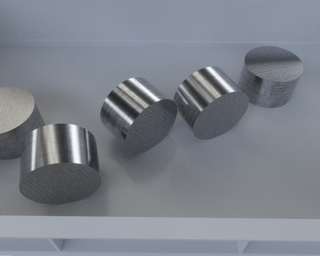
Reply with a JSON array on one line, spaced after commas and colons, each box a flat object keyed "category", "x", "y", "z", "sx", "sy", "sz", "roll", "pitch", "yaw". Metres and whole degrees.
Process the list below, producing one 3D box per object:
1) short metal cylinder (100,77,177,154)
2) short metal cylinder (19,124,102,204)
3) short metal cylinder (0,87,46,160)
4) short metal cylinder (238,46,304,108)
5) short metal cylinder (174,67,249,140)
[{"category": "short metal cylinder", "x": -0.025, "y": -0.015, "z": 0.382, "sx": 0.080, "sy": 0.080, "sz": 0.050, "roll": -33, "pitch": 58, "yaw": -25}, {"category": "short metal cylinder", "x": -0.107, "y": 0.040, "z": 0.335, "sx": 0.081, "sy": 0.080, "sz": 0.050, "roll": -10, "pitch": 51, "yaw": -9}, {"category": "short metal cylinder", "x": -0.193, "y": -0.007, "z": 0.393, "sx": 0.080, "sy": 0.050, "sz": 0.080, "roll": 0, "pitch": 50, "yaw": 0}, {"category": "short metal cylinder", "x": 0.159, "y": -0.075, "z": 0.453, "sx": 0.080, "sy": 0.050, "sz": 0.080, "roll": 0, "pitch": 50, "yaw": 0}, {"category": "short metal cylinder", "x": 0.064, "y": -0.031, "z": 0.395, "sx": 0.081, "sy": 0.080, "sz": 0.050, "roll": -21, "pitch": 53, "yaw": -17}]
